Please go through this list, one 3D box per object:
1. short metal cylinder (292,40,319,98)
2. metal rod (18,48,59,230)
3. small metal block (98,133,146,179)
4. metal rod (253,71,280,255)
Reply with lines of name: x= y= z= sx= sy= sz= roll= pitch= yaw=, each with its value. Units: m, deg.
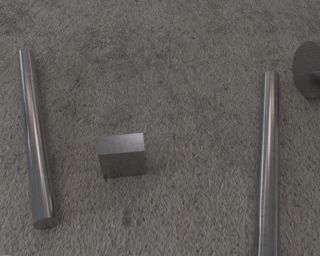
short metal cylinder: x=0.235 y=-0.086 z=0.442 sx=0.050 sy=0.080 sz=0.080 roll=-9 pitch=51 yaw=-8
metal rod: x=-0.167 y=-0.010 z=0.409 sx=0.025 sy=0.025 sz=0.300 roll=-15 pitch=52 yaw=-12
small metal block: x=-0.043 y=0.033 z=0.359 sx=0.050 sy=0.050 sz=0.025 roll=-5 pitch=50 yaw=-4
metal rod: x=0.132 y=0.034 z=0.375 sx=0.025 sy=0.025 sz=0.300 roll=11 pitch=51 yaw=9
